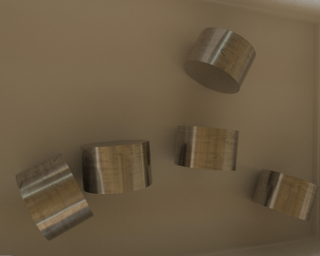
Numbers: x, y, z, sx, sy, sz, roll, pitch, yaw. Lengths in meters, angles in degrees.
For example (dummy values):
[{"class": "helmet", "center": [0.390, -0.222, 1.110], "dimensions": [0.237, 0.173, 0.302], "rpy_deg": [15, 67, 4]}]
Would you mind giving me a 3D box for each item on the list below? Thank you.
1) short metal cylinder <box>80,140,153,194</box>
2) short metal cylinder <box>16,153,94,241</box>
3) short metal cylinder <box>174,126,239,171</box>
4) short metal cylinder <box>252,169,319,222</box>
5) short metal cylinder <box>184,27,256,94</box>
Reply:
[{"class": "short metal cylinder", "center": [-0.051, 0.043, 0.363], "dimensions": [0.081, 0.080, 0.050], "rpy_deg": [-5, 92, -20]}, {"class": "short metal cylinder", "center": [-0.114, 0.074, 0.340], "dimensions": [0.050, 0.080, 0.080], "rpy_deg": [-27, 99, -18]}, {"class": "short metal cylinder", "center": [0.060, 0.026, 0.405], "dimensions": [0.081, 0.080, 0.050], "rpy_deg": [6, 88, -20]}, {"class": "short metal cylinder", "center": [0.181, 0.097, 0.450], "dimensions": [0.080, 0.080, 0.050], "rpy_deg": [22, 83, -19]}, {"class": "short metal cylinder", "center": [0.079, -0.088, 0.412], "dimensions": [0.080, 0.080, 0.050], "rpy_deg": [30, 80, -18]}]
